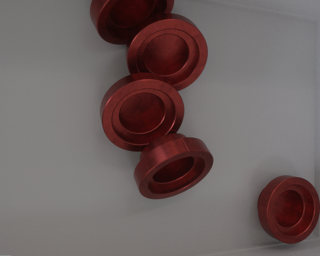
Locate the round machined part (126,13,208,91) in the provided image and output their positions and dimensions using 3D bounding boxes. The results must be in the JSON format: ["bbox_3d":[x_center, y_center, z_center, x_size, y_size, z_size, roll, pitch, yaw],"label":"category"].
[{"bbox_3d":[0.006,-0.095,0.386,0.099,0.042,0.097,-7,130,-8],"label":"round machined part"}]

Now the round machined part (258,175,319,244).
[{"bbox_3d":[0.190,0.120,0.471,0.099,0.042,0.097,0,90,-20],"label":"round machined part"}]

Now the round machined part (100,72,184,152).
[{"bbox_3d":[-0.023,-0.022,0.378,0.099,0.042,0.097,-9,124,-13],"label":"round machined part"}]

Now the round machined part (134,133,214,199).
[{"bbox_3d":[0.013,0.044,0.388,0.099,0.097,0.042,-13,51,-20],"label":"round machined part"}]

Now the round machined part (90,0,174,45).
[{"bbox_3d":[-0.036,-0.147,0.364,0.099,0.098,0.042,-22,72,-19],"label":"round machined part"}]
